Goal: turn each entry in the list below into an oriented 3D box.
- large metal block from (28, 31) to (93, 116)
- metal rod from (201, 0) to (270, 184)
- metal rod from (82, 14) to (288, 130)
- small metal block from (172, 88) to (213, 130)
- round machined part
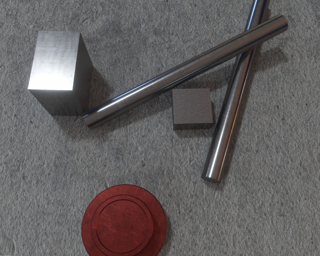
[{"bbox_3d":[-0.124,-0.068,0.402,0.050,0.080,0.080,1,70,0],"label":"large metal block"},{"bbox_3d":[0.111,-0.068,0.434,0.025,0.025,0.299,18,71,6],"label":"metal rod"},{"bbox_3d":[0.036,-0.077,0.420,0.301,0.025,0.025,-27,73,-4],"label":"metal rod"},{"bbox_3d":[0.042,-0.025,0.418,0.050,0.025,0.050,-2,70,-1],"label":"small metal block"},{"bbox_3d":[-0.041,0.114,0.357,0.099,0.042,0.098,0,70,-1],"label":"round machined part"}]
